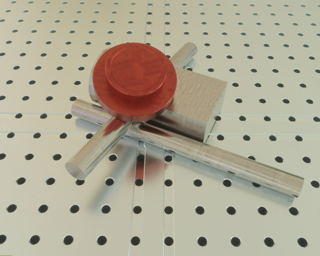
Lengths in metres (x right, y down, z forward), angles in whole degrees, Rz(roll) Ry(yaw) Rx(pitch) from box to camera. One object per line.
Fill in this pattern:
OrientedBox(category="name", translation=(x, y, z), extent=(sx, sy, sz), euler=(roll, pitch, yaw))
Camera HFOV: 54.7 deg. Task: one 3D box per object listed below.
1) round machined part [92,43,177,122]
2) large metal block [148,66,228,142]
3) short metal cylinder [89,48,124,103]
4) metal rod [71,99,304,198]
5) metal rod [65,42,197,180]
OrientedBox(category="round machined part", translation=(-0.029, -0.059, 0.361), extent=(0.099, 0.042, 0.098), euler=(3, 70, -7))
OrientedBox(category="large metal block", translation=(0.035, -0.030, 0.413), extent=(0.080, 0.050, 0.080), euler=(20, 53, 16))
OrientedBox(category="short metal cylinder", translation=(-0.053, -0.064, 0.424), extent=(0.050, 0.080, 0.080), euler=(20, 53, 15))
OrientedBox(category="metal rod", translation=(0.022, 0.020, 0.390), extent=(0.301, 0.025, 0.025), euler=(19, 53, 15))
OrientedBox(category="metal rod", translation=(-0.018, -0.044, 0.419), extent=(0.025, 0.025, 0.301), euler=(22, 46, 17))
